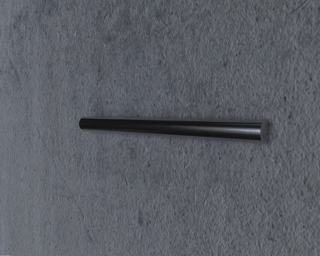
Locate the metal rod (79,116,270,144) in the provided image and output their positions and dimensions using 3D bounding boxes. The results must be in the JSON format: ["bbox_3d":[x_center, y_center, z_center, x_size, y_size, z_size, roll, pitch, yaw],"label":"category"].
[{"bbox_3d":[-0.007,-0.002,0.414,0.300,0.025,0.025,3,92,40],"label":"metal rod"}]
